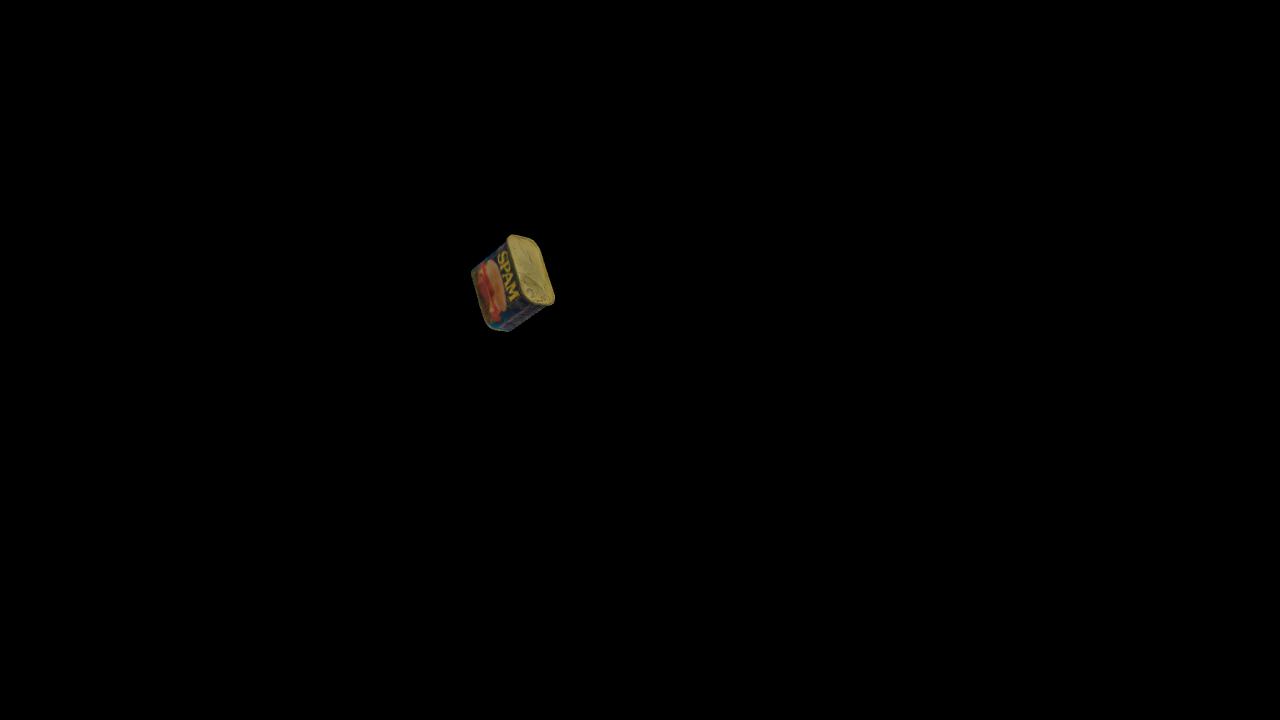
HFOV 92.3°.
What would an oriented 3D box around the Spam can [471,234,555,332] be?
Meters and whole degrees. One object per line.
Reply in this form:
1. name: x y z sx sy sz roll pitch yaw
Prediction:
1. Spam can: -0.169 -0.099 0.811 0.085 0.101 0.058 -29 -19 32
